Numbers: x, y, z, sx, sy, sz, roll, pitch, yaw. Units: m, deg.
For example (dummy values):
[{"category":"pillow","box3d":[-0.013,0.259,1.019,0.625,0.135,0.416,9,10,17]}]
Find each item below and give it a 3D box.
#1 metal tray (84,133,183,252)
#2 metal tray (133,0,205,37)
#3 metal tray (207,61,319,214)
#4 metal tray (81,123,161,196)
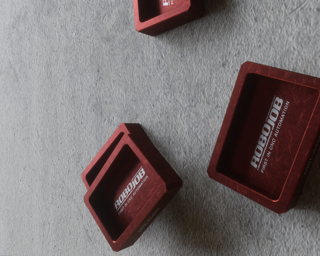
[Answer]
[{"category":"metal tray","box3d":[-0.040,0.081,0.394,0.090,0.030,0.129,50,119,27]},{"category":"metal tray","box3d":[0.006,-0.195,0.396,0.090,0.030,0.129,-8,85,39]},{"category":"metal tray","box3d":[0.109,0.007,0.311,0.090,0.030,0.129,25,106,37]},{"category":"metal tray","box3d":[-0.056,0.066,0.447,0.129,0.030,0.090,-48,62,29]}]
